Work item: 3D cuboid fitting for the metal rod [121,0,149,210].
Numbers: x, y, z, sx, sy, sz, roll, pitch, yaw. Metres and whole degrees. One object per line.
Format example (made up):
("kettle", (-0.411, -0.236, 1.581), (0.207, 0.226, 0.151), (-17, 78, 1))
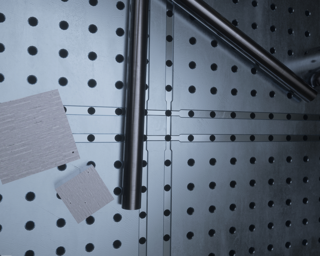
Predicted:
("metal rod", (-0.031, -0.046, 0.400), (0.025, 0.025, 0.298), (3, 89, -20))

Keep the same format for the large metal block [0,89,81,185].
("large metal block", (-0.143, 0.008, 0.346), (0.081, 0.050, 0.080), (-18, 96, -19))

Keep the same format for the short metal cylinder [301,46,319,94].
("short metal cylinder", (0.279, -0.097, 0.502), (0.081, 0.050, 0.079), (0, 90, -20))

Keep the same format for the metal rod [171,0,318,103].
("metal rod", (0.121, -0.125, 0.456), (0.301, 0.025, 0.025), (31, 80, -18))

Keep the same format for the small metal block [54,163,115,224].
("small metal block", (-0.092, 0.079, 0.379), (0.050, 0.025, 0.050), (-33, 101, -17))
